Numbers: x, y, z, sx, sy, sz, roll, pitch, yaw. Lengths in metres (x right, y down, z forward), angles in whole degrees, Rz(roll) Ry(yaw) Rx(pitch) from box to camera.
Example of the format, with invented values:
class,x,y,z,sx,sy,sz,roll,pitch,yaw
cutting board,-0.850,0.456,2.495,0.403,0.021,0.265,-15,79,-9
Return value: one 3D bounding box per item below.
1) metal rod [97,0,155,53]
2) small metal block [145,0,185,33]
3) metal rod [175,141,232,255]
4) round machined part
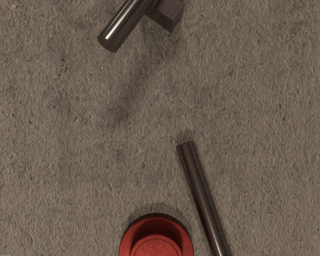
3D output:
class,x,y,z,sx,sy,sz,roll,pitch,yaw
metal rod,0.021,-0.211,0.372,0.025,0.025,0.300,33,74,0
small metal block,0.002,-0.154,0.397,0.050,0.050,0.025,35,90,-1
metal rod,0.080,0.162,0.411,0.025,0.025,0.298,-19,90,0
round machined part,-0.005,0.164,0.402,0.099,0.042,0.097,0,90,-1
